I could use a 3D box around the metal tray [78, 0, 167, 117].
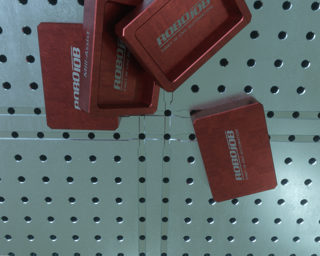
[{"bbox_3d":[-0.041,-0.080,0.351,0.091,0.030,0.129,-4,110,-36],"label":"metal tray"}]

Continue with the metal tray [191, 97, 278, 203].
[{"bbox_3d":[0.102,0.032,0.424,0.090,0.030,0.129,-15,110,5],"label":"metal tray"}]

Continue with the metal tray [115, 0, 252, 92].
[{"bbox_3d":[0.028,-0.114,0.338,0.130,0.030,0.090,-43,124,-2],"label":"metal tray"}]

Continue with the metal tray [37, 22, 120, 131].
[{"bbox_3d":[-0.096,-0.063,0.386,0.091,0.030,0.129,1,110,-1],"label":"metal tray"}]
